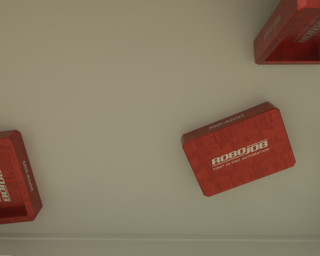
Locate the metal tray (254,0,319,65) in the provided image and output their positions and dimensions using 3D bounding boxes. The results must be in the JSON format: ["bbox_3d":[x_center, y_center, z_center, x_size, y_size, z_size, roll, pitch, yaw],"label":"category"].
[{"bbox_3d":[0.160,-0.103,0.319,0.091,0.130,0.030,0,81,0],"label":"metal tray"}]

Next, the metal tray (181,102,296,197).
[{"bbox_3d":[0.105,0.030,0.421,0.130,0.030,0.090,-22,109,7],"label":"metal tray"}]

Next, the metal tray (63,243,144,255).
[{"bbox_3d":[-0.093,0.240,0.497,0.131,0.030,0.089,12,111,-5],"label":"metal tray"}]

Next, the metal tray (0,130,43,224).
[{"bbox_3d":[-0.228,0.072,0.432,0.091,0.030,0.129,-7,110,2],"label":"metal tray"}]
